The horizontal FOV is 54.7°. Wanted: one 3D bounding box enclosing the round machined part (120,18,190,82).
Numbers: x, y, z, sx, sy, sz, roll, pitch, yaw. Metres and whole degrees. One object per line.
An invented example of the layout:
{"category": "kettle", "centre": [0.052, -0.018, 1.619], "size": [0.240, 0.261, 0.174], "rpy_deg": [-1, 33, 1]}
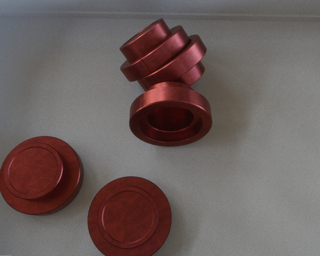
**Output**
{"category": "round machined part", "centre": [-0.014, -0.107, 0.407], "size": [0.098, 0.098, 0.042], "rpy_deg": [-42, 111, -14]}

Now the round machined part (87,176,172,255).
{"category": "round machined part", "centre": [-0.035, 0.105, 0.362], "size": [0.099, 0.042, 0.098], "rpy_deg": [0, 70, -1]}

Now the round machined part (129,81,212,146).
{"category": "round machined part", "centre": [0.013, -0.020, 0.380], "size": [0.099, 0.098, 0.042], "rpy_deg": [0, 56, -1]}

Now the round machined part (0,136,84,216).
{"category": "round machined part", "centre": [-0.147, 0.056, 0.378], "size": [0.099, 0.042, 0.098], "rpy_deg": [0, 70, -1]}

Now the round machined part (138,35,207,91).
{"category": "round machined part", "centre": [0.020, -0.077, 0.410], "size": [0.098, 0.098, 0.042], "rpy_deg": [-42, 111, -14]}
